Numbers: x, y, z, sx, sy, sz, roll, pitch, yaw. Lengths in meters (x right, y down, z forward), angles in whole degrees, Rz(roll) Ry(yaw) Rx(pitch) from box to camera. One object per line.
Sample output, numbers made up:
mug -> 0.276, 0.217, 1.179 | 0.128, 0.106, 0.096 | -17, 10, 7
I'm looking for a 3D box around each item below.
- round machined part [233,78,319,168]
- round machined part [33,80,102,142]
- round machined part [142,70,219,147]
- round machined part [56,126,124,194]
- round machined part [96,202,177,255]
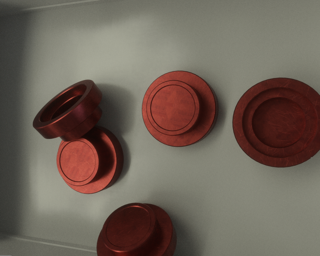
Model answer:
round machined part -> 0.135, -0.006, 0.354 | 0.098, 0.042, 0.097 | 0, 90, 19
round machined part -> -0.119, -0.019, 0.423 | 0.098, 0.098, 0.042 | -23, 122, 18
round machined part -> 0.022, -0.025, 0.393 | 0.098, 0.042, 0.097 | 0, 90, 19
round machined part -> -0.105, 0.045, 0.437 | 0.098, 0.042, 0.097 | 0, 90, 19
round machined part -> -0.032, 0.132, 0.381 | 0.098, 0.098, 0.042 | -5, 128, 19
